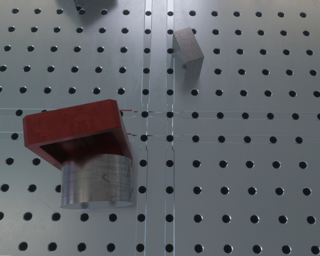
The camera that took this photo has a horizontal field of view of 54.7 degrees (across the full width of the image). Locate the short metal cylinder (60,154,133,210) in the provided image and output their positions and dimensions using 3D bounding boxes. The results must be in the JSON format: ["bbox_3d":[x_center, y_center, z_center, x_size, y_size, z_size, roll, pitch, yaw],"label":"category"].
[{"bbox_3d":[-0.072,0.064,0.358,0.081,0.080,0.050,-4,70,-1],"label":"short metal cylinder"}]

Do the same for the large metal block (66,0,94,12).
[{"bbox_3d":[-0.129,-0.246,0.487,0.080,0.050,0.080,-42,75,-14],"label":"large metal block"}]

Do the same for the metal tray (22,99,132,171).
[{"bbox_3d":[-0.083,0.015,0.350,0.091,0.130,0.030,-12,71,-4],"label":"metal tray"}]

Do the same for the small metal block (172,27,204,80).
[{"bbox_3d":[0.038,-0.104,0.436,0.025,0.050,0.050,-19,71,-6],"label":"small metal block"}]
